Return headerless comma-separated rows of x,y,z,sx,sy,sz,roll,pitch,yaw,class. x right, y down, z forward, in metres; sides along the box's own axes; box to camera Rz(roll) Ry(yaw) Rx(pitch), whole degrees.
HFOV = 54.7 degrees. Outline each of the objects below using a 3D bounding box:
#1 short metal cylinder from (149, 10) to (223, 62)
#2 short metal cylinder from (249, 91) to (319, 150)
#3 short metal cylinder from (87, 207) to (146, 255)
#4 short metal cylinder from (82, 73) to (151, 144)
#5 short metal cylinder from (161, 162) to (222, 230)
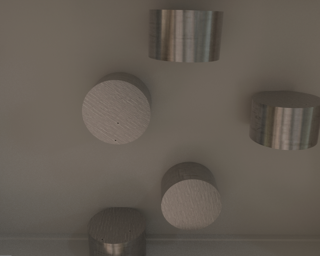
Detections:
0.028,-0.104,0.344,0.081,0.080,0.050,1,110,-1,short metal cylinder
0.153,-0.012,0.380,0.081,0.080,0.050,-2,110,0,short metal cylinder
-0.060,0.157,0.439,0.081,0.080,0.050,1,110,-1,short metal cylinder
-0.051,-0.026,0.388,0.081,0.050,0.079,0,110,-1,short metal cylinder
0.042,0.094,0.433,0.081,0.050,0.079,0,110,-1,short metal cylinder
